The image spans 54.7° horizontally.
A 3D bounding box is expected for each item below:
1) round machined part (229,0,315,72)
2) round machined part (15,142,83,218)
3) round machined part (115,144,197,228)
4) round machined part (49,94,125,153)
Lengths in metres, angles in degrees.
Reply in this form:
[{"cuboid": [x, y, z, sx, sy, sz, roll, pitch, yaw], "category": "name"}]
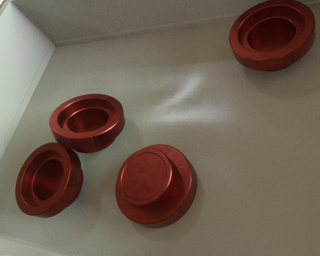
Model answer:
[{"cuboid": [0.141, -0.110, 0.388, 0.098, 0.042, 0.098, -13, 56, 20], "category": "round machined part"}, {"cuboid": [-0.144, 0.072, 0.420, 0.098, 0.042, 0.098, -13, 61, 25], "category": "round machined part"}, {"cuboid": [-0.010, 0.062, 0.361, 0.098, 0.042, 0.098, -13, 56, 20], "category": "round machined part"}, {"cuboid": [-0.097, -0.003, 0.430, 0.099, 0.042, 0.098, -3, 40, 3], "category": "round machined part"}]
